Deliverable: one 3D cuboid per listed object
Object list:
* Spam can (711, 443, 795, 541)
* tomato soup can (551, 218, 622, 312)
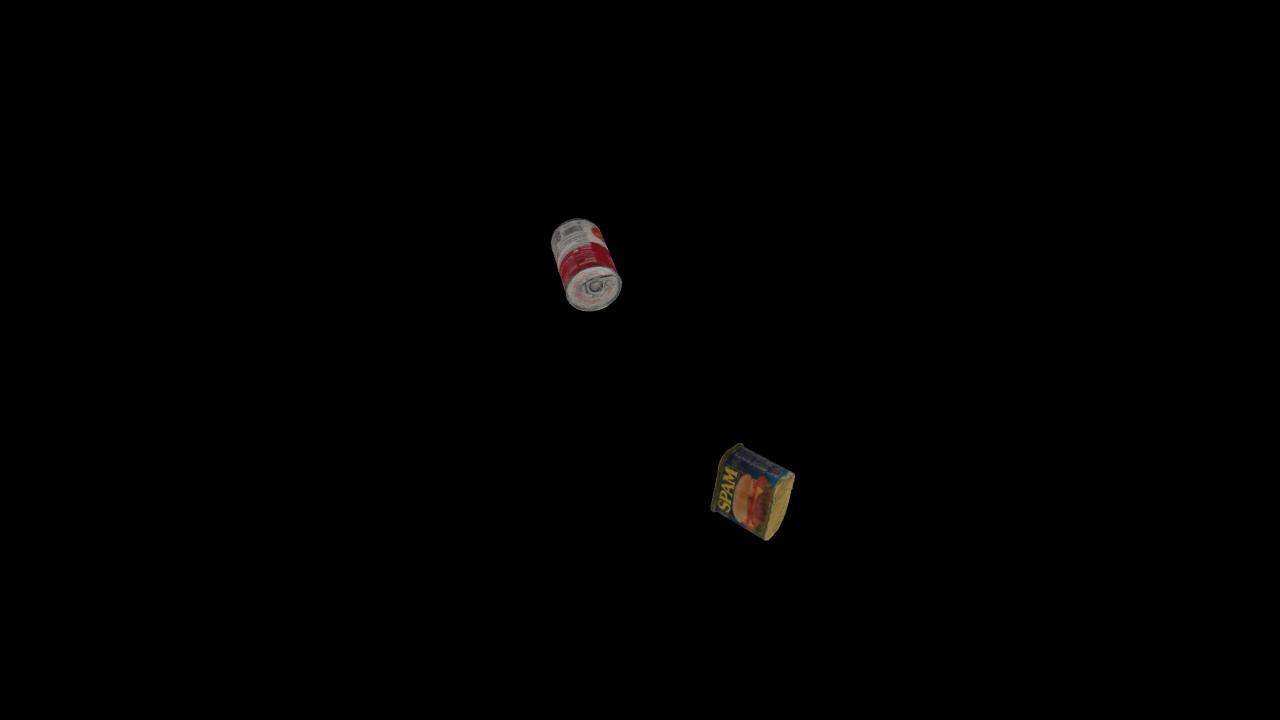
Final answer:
[{"bbox_3d":[0.148,0.174,0.809,0.085,0.101,0.058,26,32,34],"label":"Spam can"},{"bbox_3d":[-0.068,-0.117,0.747,0.068,0.101,0.068,-12,-42,-11],"label":"tomato soup can"}]
